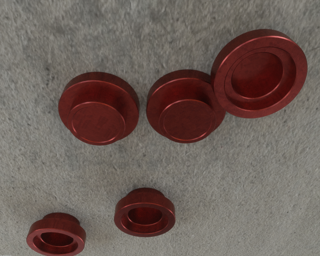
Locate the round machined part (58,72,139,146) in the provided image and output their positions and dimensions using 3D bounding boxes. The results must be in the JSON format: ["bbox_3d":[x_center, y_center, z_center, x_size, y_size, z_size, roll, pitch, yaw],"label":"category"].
[{"bbox_3d":[-0.075,-0.016,0.381,0.099,0.042,0.097,-1,130,0],"label":"round machined part"}]

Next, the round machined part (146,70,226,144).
[{"bbox_3d":[0.032,-0.019,0.381,0.099,0.042,0.097,0,130,0],"label":"round machined part"}]

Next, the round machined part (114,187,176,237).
[{"bbox_3d":[-0.024,0.136,0.511,0.099,0.042,0.097,-1,130,0],"label":"round machined part"}]

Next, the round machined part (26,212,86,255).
[{"bbox_3d":[-0.181,0.188,0.554,0.099,0.042,0.097,-1,130,0],"label":"round machined part"}]

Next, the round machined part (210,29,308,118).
[{"bbox_3d":[0.104,-0.062,0.342,0.099,0.042,0.097,-3,127,-3],"label":"round machined part"}]
